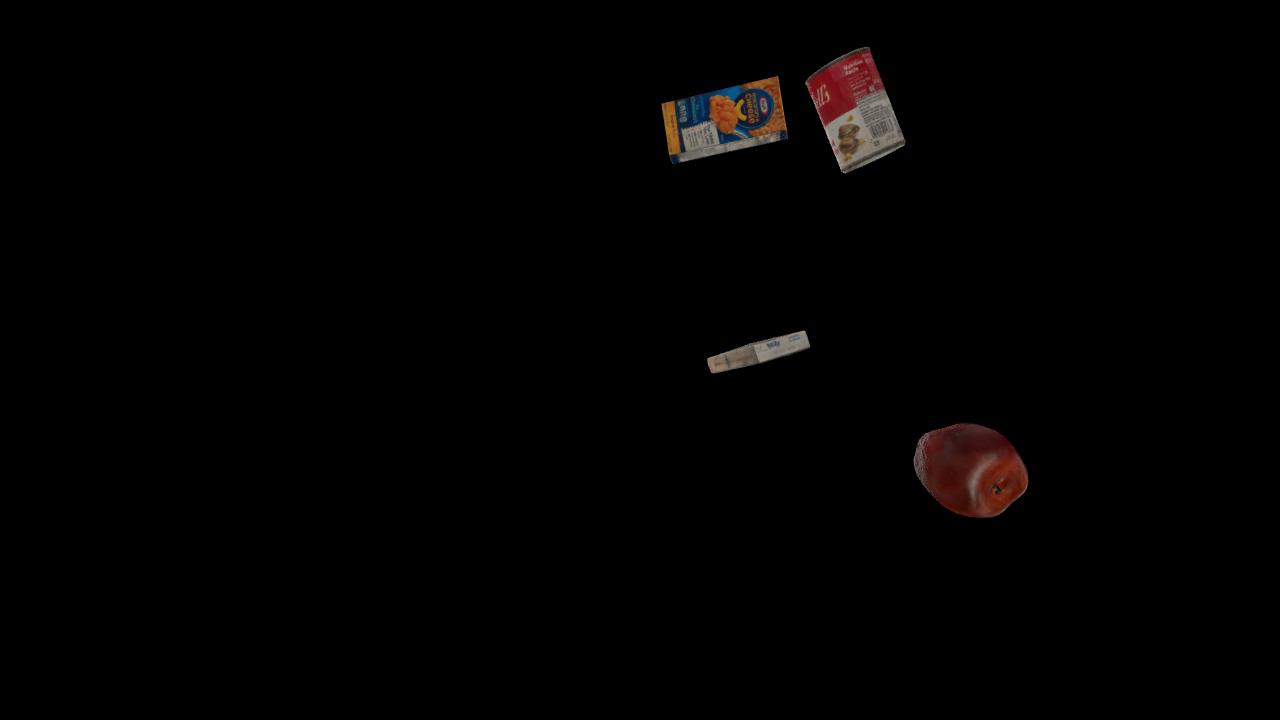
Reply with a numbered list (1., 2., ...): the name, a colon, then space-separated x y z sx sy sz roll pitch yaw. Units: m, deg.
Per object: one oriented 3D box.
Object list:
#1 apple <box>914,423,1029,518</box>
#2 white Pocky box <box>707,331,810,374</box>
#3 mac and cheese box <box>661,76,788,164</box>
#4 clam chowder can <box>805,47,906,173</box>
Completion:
1. apple: 0.282 0.093 0.532 0.079 0.079 0.093 0 14 -10
2. white Pocky box: 0.163 -0.010 0.871 0.084 0.028 0.154 -17 0 -18
3. mac and cheese box: 0.131 -0.375 0.966 0.184 0.093 0.041 -9 -10 12
4. clam chowder can: 0.220 -0.252 0.628 0.068 0.102 0.068 -25 5 2
